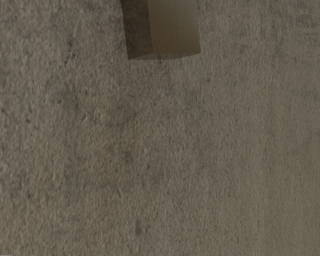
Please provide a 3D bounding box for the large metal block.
[{"bbox_3d":[0.002,-0.131,0.392,0.081,0.050,0.079,-11,97,-40],"label":"large metal block"}]
